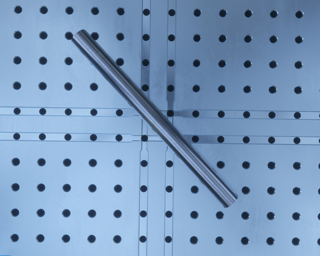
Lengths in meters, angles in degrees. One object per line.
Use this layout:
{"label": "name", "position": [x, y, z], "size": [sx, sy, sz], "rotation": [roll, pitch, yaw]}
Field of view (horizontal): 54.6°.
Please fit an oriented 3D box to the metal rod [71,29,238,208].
{"label": "metal rod", "position": [-0.007, -0.012, 0.414], "size": [0.025, 0.025, 0.300], "rotation": [-43, 90, 0]}
